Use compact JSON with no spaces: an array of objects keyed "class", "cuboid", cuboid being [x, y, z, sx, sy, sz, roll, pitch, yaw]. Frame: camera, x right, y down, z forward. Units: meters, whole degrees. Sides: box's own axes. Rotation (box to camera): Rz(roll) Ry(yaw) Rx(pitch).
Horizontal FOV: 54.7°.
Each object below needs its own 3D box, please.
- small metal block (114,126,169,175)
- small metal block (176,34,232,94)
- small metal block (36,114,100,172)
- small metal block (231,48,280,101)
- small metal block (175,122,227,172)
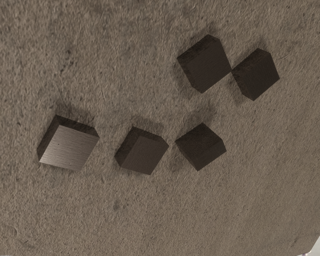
[{"class":"small metal block","cuboid":[-0.024,0.031,0.414,0.050,0.025,0.050,22,106,-37]},{"class":"small metal block","cuboid":[0.057,-0.080,0.390,0.050,0.025,0.050,-38,130,-3]},{"class":"small metal block","cuboid":[-0.107,0.019,0.361,0.050,0.025,0.050,22,106,-37]},{"class":"small metal block","cuboid":[0.135,-0.075,0.437,0.050,0.025,0.050,-41,130,-1]},{"class":"small metal block","cuboid":[0.057,0.026,0.440,0.050,0.050,0.025,-34,129,-7]}]
